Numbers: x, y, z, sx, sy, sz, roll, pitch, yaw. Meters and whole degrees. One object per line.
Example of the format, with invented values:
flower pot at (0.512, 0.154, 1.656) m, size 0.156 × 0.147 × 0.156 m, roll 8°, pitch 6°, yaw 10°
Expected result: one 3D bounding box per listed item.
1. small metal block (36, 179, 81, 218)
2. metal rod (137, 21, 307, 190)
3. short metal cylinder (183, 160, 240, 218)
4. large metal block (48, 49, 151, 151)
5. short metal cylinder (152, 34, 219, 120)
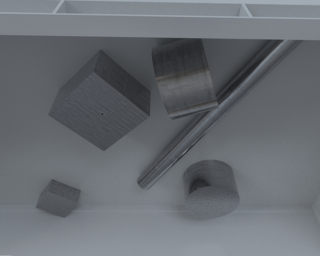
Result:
small metal block at (-0.166, 0.116, 0.505) m, size 0.050 × 0.025 × 0.050 m, roll 28°, pitch 124°, yaw -23°
metal rod at (0.060, -0.009, 0.402) m, size 0.025 × 0.025 × 0.298 m, roll 27°, pitch 125°, yaw -22°
short metal cylinder at (0.077, 0.094, 0.474) m, size 0.081 × 0.050 × 0.079 m, roll 0°, pitch 130°, yaw 0°
large metal block at (-0.068, -0.030, 0.366) m, size 0.080 × 0.050 × 0.080 m, roll -36°, pitch 122°, yaw 26°
short metal cylinder at (0.028, -0.053, 0.328) m, size 0.050 × 0.080 × 0.080 m, roll -14°, pitch 129°, yaw 11°
